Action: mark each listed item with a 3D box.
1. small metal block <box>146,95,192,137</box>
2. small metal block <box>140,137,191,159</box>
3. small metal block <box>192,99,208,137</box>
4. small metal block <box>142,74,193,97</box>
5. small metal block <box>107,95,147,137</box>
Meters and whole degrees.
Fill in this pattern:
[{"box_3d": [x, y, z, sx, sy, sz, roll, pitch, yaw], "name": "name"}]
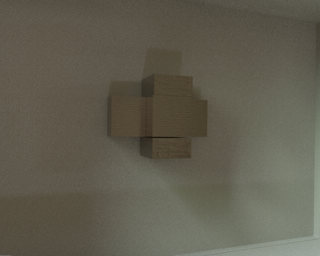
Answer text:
[{"box_3d": [0.011, -0.014, 0.385, 0.050, 0.025, 0.050, 1, 90, -20], "name": "small metal block"}, {"box_3d": [0.006, 0.024, 0.396, 0.050, 0.050, 0.025, 1, 90, -20], "name": "small metal block"}, {"box_3d": [0.036, -0.013, 0.422, 0.050, 0.025, 0.050, 1, 90, -20], "name": "small metal block"}, {"box_3d": [0.008, -0.052, 0.398, 0.050, 0.050, 0.025, 1, 90, -20], "name": "small metal block"}, {"box_3d": [-0.039, -0.014, 0.394, 0.050, 0.025, 0.050, 1, 90, -20], "name": "small metal block"}]
